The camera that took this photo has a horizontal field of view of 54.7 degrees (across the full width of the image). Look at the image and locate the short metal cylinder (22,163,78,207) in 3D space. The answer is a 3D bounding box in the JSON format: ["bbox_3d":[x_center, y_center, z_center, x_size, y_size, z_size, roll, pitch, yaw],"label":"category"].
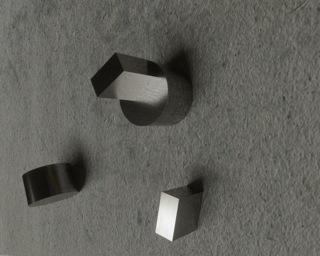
[{"bbox_3d":[-0.184,0.096,0.521,0.080,0.081,0.050,-30,72,36],"label":"short metal cylinder"}]

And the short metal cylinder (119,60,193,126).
[{"bbox_3d":[-0.006,-0.042,0.394,0.080,0.050,0.080,0,90,40],"label":"short metal cylinder"}]

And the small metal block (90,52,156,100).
[{"bbox_3d":[-0.043,-0.058,0.359,0.050,0.050,0.025,-37,68,34],"label":"small metal block"}]

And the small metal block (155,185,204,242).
[{"bbox_3d":[0.024,0.100,0.369,0.025,0.050,0.050,14,99,39],"label":"small metal block"}]
